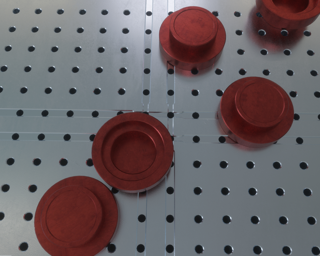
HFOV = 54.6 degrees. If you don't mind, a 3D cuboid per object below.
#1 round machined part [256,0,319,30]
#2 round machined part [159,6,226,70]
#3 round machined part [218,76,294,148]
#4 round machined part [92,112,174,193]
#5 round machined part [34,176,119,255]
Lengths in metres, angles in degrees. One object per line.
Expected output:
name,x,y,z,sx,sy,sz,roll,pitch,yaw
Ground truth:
round machined part,0.195,-0.191,0.474,0.099,0.042,0.098,0,70,0
round machined part,0.048,-0.137,0.453,0.099,0.042,0.098,0,70,0
round machined part,0.130,-0.026,0.413,0.099,0.042,0.098,0,70,0
round machined part,-0.033,0.033,0.391,0.099,0.042,0.098,0,70,0
round machined part,-0.099,0.104,0.364,0.099,0.042,0.098,0,70,0
